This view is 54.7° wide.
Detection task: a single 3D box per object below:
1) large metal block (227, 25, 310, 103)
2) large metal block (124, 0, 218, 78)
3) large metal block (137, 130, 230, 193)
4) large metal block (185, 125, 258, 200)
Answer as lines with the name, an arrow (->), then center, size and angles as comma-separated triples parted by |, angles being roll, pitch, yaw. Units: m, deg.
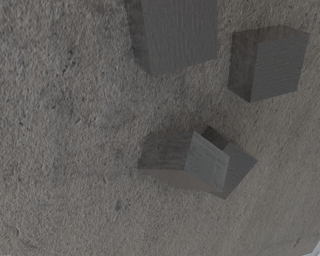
large metal block -> 0.142, -0.087, 0.414 | 0.081, 0.050, 0.079 | -15, 125, -20
large metal block -> 0.013, -0.110, 0.330 | 0.081, 0.050, 0.079 | -20, 126, -17
large metal block -> 0.032, 0.046, 0.407 | 0.080, 0.080, 0.050 | 34, 63, -38
large metal block -> 0.088, 0.054, 0.472 | 0.080, 0.050, 0.080 | 29, 102, -38
